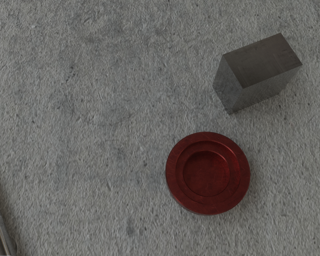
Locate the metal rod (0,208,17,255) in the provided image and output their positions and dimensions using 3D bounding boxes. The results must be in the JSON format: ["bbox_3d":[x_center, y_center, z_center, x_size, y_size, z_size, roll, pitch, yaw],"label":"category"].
[{"bbox_3d":[-0.213,0.086,0.375,0.025,0.025,0.299,-27,72,-9],"label":"metal rod"}]

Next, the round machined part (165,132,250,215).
[{"bbox_3d":[0.055,0.057,0.379,0.099,0.042,0.098,0,70,0],"label":"round machined part"}]

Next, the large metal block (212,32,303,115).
[{"bbox_3d":[0.122,-0.068,0.404,0.080,0.080,0.050,-22,72,-8],"label":"large metal block"}]
